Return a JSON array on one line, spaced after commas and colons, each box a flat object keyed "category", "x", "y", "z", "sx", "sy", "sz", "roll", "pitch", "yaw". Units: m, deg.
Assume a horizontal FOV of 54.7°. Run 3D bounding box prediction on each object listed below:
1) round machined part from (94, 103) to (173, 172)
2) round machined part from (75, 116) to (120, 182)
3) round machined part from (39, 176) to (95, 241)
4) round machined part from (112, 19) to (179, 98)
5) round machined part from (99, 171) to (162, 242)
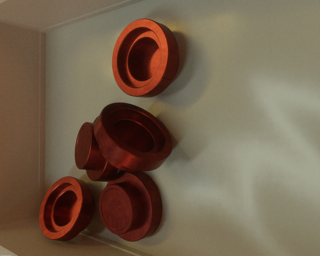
[{"category": "round machined part", "x": -0.037, "y": 0.016, "z": 0.388, "sx": 0.098, "sy": 0.099, "sz": 0.042, "roll": 53, "pitch": 126, "yaw": 26}, {"category": "round machined part", "x": -0.092, "y": 0.028, "z": 0.449, "sx": 0.098, "sy": 0.042, "sz": 0.098, "roll": -24, "pitch": 61, "yaw": 53}, {"category": "round machined part", "x": -0.144, "y": 0.131, "z": 0.497, "sx": 0.098, "sy": 0.042, "sz": 0.098, "roll": -17, "pitch": 58, "yaw": 29}, {"category": "round machined part", "x": -0.014, "y": -0.088, "z": 0.405, "sx": 0.098, "sy": 0.042, "sz": 0.097, "roll": 0, "pitch": 90, "yaw": 39}, {"category": "round machined part", "x": -0.048, "y": 0.110, "z": 0.433, "sx": 0.098, "sy": 0.042, "sz": 0.097, "roll": 0, "pitch": 90, "yaw": 39}]
